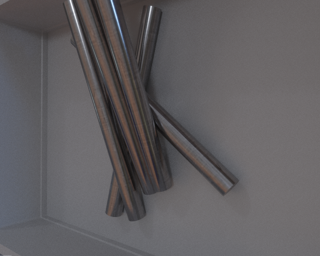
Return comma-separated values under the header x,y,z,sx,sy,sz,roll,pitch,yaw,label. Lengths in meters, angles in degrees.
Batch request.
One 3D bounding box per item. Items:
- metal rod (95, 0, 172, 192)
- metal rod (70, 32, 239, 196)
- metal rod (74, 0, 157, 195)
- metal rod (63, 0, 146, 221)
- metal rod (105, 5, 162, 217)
x,y,z,sx,sy,sz,roll,pitch,yaw,label
-0.035,-0.062,0.349,0.025,0.025,0.298,0,114,40,metal rod
-0.020,-0.032,0.397,0.300,0.025,0.025,45,117,21,metal rod
-0.054,-0.052,0.373,0.025,0.025,0.298,-2,113,40,metal rod
-0.072,-0.017,0.414,0.025,0.025,0.298,-9,101,40,metal rod
-0.040,-0.017,0.439,0.025,0.025,0.298,19,102,38,metal rod
